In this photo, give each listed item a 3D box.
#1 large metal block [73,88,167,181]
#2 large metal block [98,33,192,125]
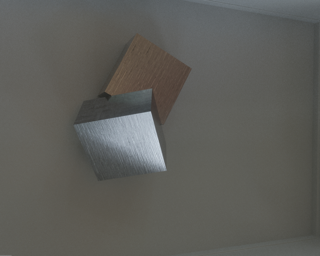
[{"bbox_3d":[-0.040,0.008,0.351,0.080,0.050,0.080,-10,124,7],"label":"large metal block"},{"bbox_3d":[-0.020,-0.058,0.391,0.080,0.050,0.080,29,80,-18],"label":"large metal block"}]
